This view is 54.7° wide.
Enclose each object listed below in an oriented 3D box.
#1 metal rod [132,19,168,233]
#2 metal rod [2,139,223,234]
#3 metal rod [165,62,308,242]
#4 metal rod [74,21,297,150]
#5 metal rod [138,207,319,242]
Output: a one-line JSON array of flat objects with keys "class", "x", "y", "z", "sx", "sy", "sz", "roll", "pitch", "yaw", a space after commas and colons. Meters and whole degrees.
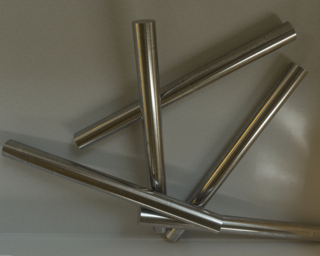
[{"class": "metal rod", "x": -0.008, "y": 0.018, "z": 0.396, "sx": 0.025, "sy": 0.025, "sz": 0.298, "roll": -4, "pitch": 118, "yaw": 1}, {"class": "metal rod", "x": -0.064, "y": 0.076, "z": 0.412, "sx": 0.301, "sy": 0.025, "sz": 0.025, "roll": 19, "pitch": 109, "yaw": 3}, {"class": "metal rod", "x": 0.096, "y": 0.044, "z": 0.429, "sx": 0.025, "sy": 0.025, "sz": 0.298, "roll": 30, "pitch": 107, "yaw": -11}, {"class": "metal rod", "x": 0.024, "y": -0.049, "z": 0.393, "sx": 0.301, "sy": 0.025, "sz": 0.025, "roll": -27, "pitch": 108, "yaw": 9}, {"class": "metal rod", "x": 0.118, "y": 0.141, "z": 0.446, "sx": 0.302, "sy": 0.025, "sz": 0.025, "roll": 9, "pitch": 110, "yaw": -11}]
